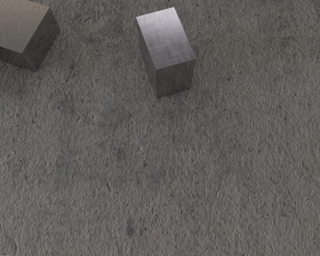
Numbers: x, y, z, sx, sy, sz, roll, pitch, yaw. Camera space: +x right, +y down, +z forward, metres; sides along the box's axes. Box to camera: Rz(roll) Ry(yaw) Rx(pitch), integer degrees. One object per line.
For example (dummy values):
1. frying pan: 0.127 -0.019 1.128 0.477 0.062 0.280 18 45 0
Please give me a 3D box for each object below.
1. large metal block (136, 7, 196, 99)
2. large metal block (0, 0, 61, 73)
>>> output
1. large metal block: 0.007 -0.097 0.414 0.050 0.080 0.080 -17 71 -6
2. large metal block: -0.204 -0.136 0.443 0.080 0.050 0.080 19 71 6
